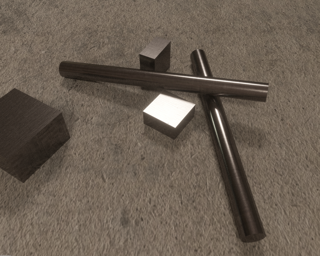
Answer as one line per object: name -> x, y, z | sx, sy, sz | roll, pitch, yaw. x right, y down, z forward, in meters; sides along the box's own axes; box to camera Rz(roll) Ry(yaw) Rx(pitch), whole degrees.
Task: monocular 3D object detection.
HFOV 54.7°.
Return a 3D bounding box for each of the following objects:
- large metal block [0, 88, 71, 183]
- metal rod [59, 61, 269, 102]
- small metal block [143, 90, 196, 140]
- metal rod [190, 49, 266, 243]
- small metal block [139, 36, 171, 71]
large metal block -> -0.173, 0.007, 0.379 | 0.080, 0.050, 0.080 | 26, 54, 19
metal rod -> -0.005, -0.068, 0.438 | 0.301, 0.025, 0.025 | 9, 50, 15
small metal block -> 0.013, -0.019, 0.419 | 0.050, 0.025, 0.050 | 28, 55, 21
metal rod -> 0.078, -0.003, 0.406 | 0.025, 0.025, 0.300 | -5, 50, -4
small metal block -> -0.007, -0.103, 0.473 | 0.025, 0.050, 0.050 | 23, 54, 17
